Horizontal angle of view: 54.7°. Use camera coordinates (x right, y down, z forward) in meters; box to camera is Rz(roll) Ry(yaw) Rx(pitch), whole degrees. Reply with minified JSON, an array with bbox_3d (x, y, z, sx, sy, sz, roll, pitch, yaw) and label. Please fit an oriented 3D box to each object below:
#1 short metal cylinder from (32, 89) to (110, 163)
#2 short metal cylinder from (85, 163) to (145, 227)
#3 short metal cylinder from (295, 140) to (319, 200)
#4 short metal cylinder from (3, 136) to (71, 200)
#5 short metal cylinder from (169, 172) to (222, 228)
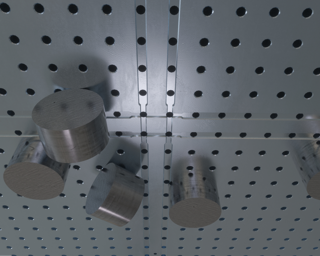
[{"bbox_3d":[-0.104,-0.004,0.371,0.080,0.080,0.050,-1,130,1],"label":"short metal cylinder"},{"bbox_3d":[-0.067,0.098,0.458,0.050,0.080,0.080,31,123,-24],"label":"short metal cylinder"},{"bbox_3d":[0.246,0.061,0.449,0.081,0.050,0.079,0,130,0],"label":"short metal cylinder"},{"bbox_3d":[-0.172,0.058,0.443,0.081,0.050,0.079,0,130,0],"label":"short metal cylinder"},{"bbox_3d":[0.054,0.115,0.494,0.081,0.050,0.079,0,130,0],"label":"short metal cylinder"}]
